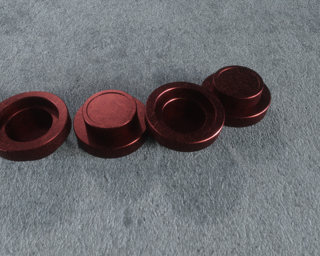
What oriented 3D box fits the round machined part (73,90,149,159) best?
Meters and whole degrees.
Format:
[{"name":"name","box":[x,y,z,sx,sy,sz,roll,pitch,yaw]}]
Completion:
[{"name":"round machined part","box":[-0.063,-0.012,0.402,0.099,0.042,0.098,0,50,0]}]

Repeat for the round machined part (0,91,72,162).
[{"name":"round machined part","box":[-0.161,0.002,0.389,0.099,0.042,0.098,0,50,0]}]

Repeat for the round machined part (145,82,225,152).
[{"name":"round machined part","box":[0.029,-0.010,0.396,0.099,0.042,0.098,3,54,-4]}]

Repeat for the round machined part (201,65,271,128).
[{"name":"round machined part","box":[0.106,-0.051,0.435,0.099,0.042,0.098,0,50,0]}]
